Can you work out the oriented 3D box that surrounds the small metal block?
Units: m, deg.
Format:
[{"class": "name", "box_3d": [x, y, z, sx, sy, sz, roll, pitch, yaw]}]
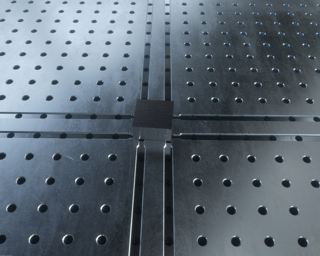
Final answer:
[{"class": "small metal block", "box_3d": [-0.008, -0.011, 0.417, 0.050, 0.025, 0.050, 4, 50, 3]}]
